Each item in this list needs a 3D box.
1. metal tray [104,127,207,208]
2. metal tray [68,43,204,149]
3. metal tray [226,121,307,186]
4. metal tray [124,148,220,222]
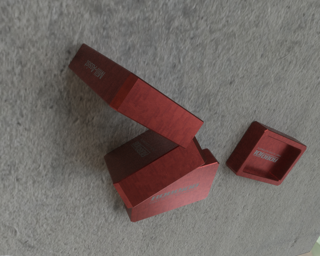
[{"bbox_3d":[-0.013,0.034,0.354,0.090,0.130,0.030,-30,103,-9],"label":"metal tray"},{"bbox_3d":[-0.028,-0.034,0.302,0.090,0.130,0.030,30,96,-38],"label":"metal tray"},{"bbox_3d":[0.187,0.048,0.538,0.131,0.030,0.090,18,109,-36],"label":"metal tray"},{"bbox_3d":[0.016,0.084,0.454,0.131,0.030,0.089,-12,136,-22],"label":"metal tray"}]
